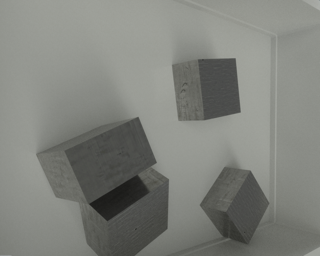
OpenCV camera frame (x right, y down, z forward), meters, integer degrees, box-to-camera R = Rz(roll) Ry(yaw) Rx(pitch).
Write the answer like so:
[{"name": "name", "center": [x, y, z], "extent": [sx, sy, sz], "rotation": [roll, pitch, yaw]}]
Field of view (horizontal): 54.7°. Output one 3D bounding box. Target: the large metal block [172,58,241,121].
[{"name": "large metal block", "center": [0.068, -0.056, 0.447], "extent": [0.081, 0.050, 0.079], "rotation": [-12, 98, -39]}]

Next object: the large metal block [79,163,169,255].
[{"name": "large metal block", "center": [-0.037, 0.093, 0.341], "extent": [0.081, 0.050, 0.079], "rotation": [-28, 132, -36]}]

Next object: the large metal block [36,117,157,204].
[{"name": "large metal block", "center": [-0.065, 0.031, 0.313], "extent": [0.081, 0.080, 0.050], "rotation": [-27, 101, -37]}]

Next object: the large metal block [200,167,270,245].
[{"name": "large metal block", "center": [0.120, 0.121, 0.491], "extent": [0.080, 0.050, 0.080], "rotation": [-50, 119, -28]}]
